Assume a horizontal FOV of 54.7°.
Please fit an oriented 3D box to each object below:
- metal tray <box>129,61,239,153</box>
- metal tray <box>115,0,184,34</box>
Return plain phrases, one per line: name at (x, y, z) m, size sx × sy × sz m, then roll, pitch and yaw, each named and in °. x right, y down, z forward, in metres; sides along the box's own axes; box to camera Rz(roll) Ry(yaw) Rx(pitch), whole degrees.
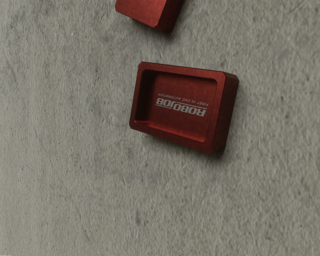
metal tray at (0.023, -0.029, 0.380) m, size 0.130 × 0.030 × 0.089 m, roll 16°, pitch 100°, yaw 38°
metal tray at (-0.002, -0.201, 0.401) m, size 0.090 × 0.030 × 0.129 m, roll 35°, pitch 112°, yaw 34°
